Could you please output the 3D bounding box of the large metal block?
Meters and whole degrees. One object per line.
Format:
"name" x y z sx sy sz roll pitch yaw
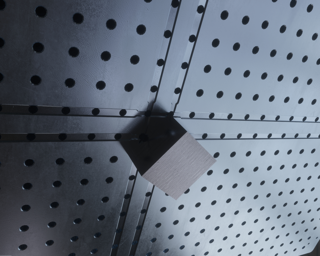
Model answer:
"large metal block" 0.018 0.041 0.430 0.080 0.050 0.080 -45 129 3
